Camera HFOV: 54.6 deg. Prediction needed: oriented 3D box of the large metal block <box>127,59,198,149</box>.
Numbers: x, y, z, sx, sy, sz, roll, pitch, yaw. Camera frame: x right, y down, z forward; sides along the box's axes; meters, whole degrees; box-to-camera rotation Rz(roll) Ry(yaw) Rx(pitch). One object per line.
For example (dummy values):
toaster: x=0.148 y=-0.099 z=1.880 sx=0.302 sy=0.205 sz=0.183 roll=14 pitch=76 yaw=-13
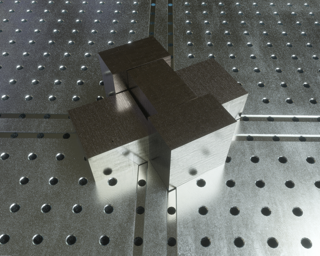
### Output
large metal block: x=0.001 y=-0.027 z=0.395 sx=0.050 sy=0.080 sz=0.080 roll=-23 pitch=54 yaw=-18

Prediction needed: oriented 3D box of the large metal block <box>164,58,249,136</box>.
large metal block: x=0.059 y=-0.042 z=0.427 sx=0.081 sy=0.050 sz=0.080 roll=-23 pitch=56 yaw=-18

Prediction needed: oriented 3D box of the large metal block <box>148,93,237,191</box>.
large metal block: x=0.034 y=0.016 z=0.358 sx=0.081 sy=0.080 sz=0.050 roll=-22 pitch=54 yaw=-19

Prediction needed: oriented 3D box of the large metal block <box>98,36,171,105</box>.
large metal block: x=-0.033 y=-0.070 z=0.430 sx=0.081 sy=0.080 sz=0.050 roll=-22 pitch=53 yaw=-18

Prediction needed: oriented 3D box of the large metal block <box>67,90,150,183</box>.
large metal block: x=-0.059 y=0.008 z=0.386 sx=0.081 sy=0.050 sz=0.080 roll=-21 pitch=53 yaw=-17
